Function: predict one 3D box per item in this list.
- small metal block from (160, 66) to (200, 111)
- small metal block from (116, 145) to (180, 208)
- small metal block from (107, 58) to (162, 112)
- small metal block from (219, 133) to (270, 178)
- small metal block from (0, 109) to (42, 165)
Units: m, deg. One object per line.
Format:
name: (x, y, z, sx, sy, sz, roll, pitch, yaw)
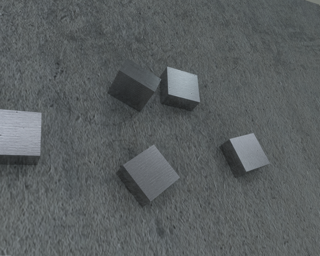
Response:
small metal block: (0.028, -0.057, 0.453, 0.050, 0.025, 0.050, 12, 57, -22)
small metal block: (-0.014, 0.055, 0.362, 0.050, 0.025, 0.050, -32, 80, -38)
small metal block: (-0.034, -0.054, 0.402, 0.050, 0.050, 0.025, 31, 52, -9)
small metal block: (0.122, 0.039, 0.445, 0.050, 0.025, 0.050, -11, 67, -33)
small metal block: (-0.150, 0.010, 0.317, 0.050, 0.025, 0.050, 5, 60, -26)
